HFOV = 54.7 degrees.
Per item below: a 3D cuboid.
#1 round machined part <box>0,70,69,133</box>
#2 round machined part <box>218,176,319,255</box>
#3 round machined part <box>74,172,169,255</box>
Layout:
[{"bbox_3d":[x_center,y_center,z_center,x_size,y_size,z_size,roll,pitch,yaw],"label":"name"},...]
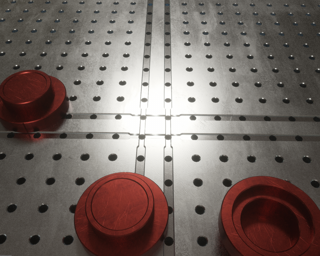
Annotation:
[{"bbox_3d":[-0.181,-0.044,0.431,0.099,0.042,0.098,0,50,0],"label":"round machined part"},{"bbox_3d":[0.108,0.101,0.312,0.099,0.042,0.098,0,48,1],"label":"round machined part"},{"bbox_3d":[-0.040,0.087,0.323,0.099,0.042,0.098,0,50,0],"label":"round machined part"}]
